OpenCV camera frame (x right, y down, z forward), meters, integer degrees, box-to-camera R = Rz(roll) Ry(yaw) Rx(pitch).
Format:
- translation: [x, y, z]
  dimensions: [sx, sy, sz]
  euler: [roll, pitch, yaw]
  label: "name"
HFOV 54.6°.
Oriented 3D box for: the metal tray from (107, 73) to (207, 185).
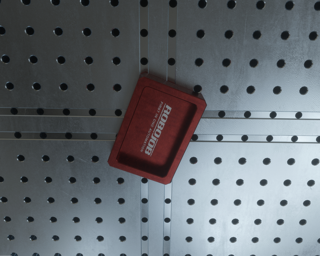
- translation: [-0.006, 0.003, 0.411]
  dimensions: [0.090, 0.030, 0.129]
  euler: [20, 109, -8]
  label: "metal tray"
